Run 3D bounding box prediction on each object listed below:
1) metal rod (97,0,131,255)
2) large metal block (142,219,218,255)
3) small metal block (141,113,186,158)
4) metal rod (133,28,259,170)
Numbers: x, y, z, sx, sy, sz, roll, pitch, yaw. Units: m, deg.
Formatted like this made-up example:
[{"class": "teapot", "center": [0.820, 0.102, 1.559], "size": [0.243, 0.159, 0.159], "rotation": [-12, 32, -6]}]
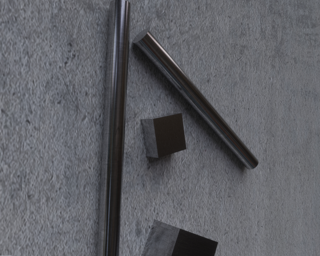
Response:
[{"class": "metal rod", "center": [-0.053, 0.002, 0.361], "size": [0.025, 0.025, 0.298], "rotation": [4, 87, -40]}, {"class": "large metal block", "center": [0.023, 0.176, 0.410], "size": [0.080, 0.050, 0.080], "rotation": [32, 70, -36]}, {"class": "small metal block", "center": [0.006, 0.009, 0.412], "size": [0.050, 0.025, 0.050], "rotation": [-13, 99, -40]}, {"class": "metal rod", "center": [0.068, -0.026, 0.464], "size": [0.300, 0.025, 0.025], "rotation": [44, 64, -32]}]
